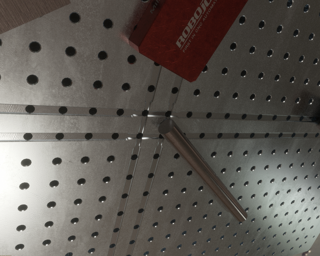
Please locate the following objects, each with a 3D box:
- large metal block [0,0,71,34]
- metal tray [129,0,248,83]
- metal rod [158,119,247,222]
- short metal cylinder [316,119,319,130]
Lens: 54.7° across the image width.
[{"bbox_3d":[-0.131,-0.126,0.246,0.080,0.050,0.080,-29,129,-10],"label":"large metal block"},{"bbox_3d":[0.036,-0.127,0.350,0.090,0.030,0.129,23,106,-37],"label":"metal tray"},{"bbox_3d":[0.084,0.085,0.512,0.025,0.025,0.300,-41,130,0],"label":"metal rod"},{"bbox_3d":[0.333,-0.008,0.557,0.081,0.080,0.050,7,115,-32],"label":"short metal cylinder"}]
